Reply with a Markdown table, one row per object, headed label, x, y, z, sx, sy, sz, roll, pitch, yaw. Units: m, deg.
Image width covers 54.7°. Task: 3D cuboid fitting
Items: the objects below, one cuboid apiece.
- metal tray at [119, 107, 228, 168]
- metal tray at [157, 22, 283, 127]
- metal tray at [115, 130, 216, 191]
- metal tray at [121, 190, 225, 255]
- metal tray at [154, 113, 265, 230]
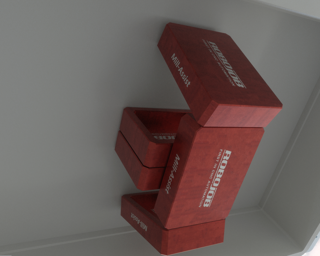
| label | x | y | z | sx | sy | sz | roll | pitch | yaw |
| --- | --- | --- | --- | --- | --- | --- | --- | --- | --- |
| metal tray | 0.026 | 0.008 | 0.385 | 0.131 | 0.090 | 0.030 | 1 | 118 | -29 |
| metal tray | 0.060 | -0.059 | 0.334 | 0.091 | 0.130 | 0.030 | 0 | 138 | -29 |
| metal tray | 0.018 | 0.036 | 0.398 | 0.131 | 0.090 | 0.030 | 1 | 118 | -29 |
| metal tray | 0.012 | 0.120 | 0.418 | 0.091 | 0.130 | 0.030 | 0 | 97 | -29 |
| metal tray | 0.052 | 0.049 | 0.345 | 0.091 | 0.030 | 0.129 | 0 | 118 | -30 |
